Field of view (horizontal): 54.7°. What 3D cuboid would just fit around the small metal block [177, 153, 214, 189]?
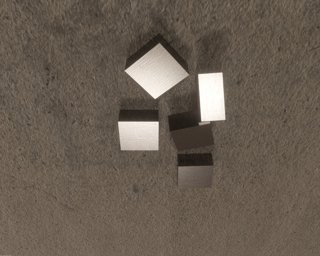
[{"bbox_3d":[0.052,0.065,0.463,0.050,0.025,0.050,-2,130,1],"label":"small metal block"}]

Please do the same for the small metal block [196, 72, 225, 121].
[{"bbox_3d":[0.056,-0.033,0.350,0.025,0.050,0.050,-4,92,3],"label":"small metal block"}]

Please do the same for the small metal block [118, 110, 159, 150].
[{"bbox_3d":[-0.027,0.003,0.410,0.050,0.025,0.050,0,130,-1],"label":"small metal block"}]

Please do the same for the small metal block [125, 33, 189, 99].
[{"bbox_3d":[-0.003,-0.069,0.349,0.050,0.025,0.050,-33,123,25],"label":"small metal block"}]

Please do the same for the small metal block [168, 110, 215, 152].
[{"bbox_3d":[0.042,0.003,0.403,0.050,0.025,0.050,-12,143,9],"label":"small metal block"}]
